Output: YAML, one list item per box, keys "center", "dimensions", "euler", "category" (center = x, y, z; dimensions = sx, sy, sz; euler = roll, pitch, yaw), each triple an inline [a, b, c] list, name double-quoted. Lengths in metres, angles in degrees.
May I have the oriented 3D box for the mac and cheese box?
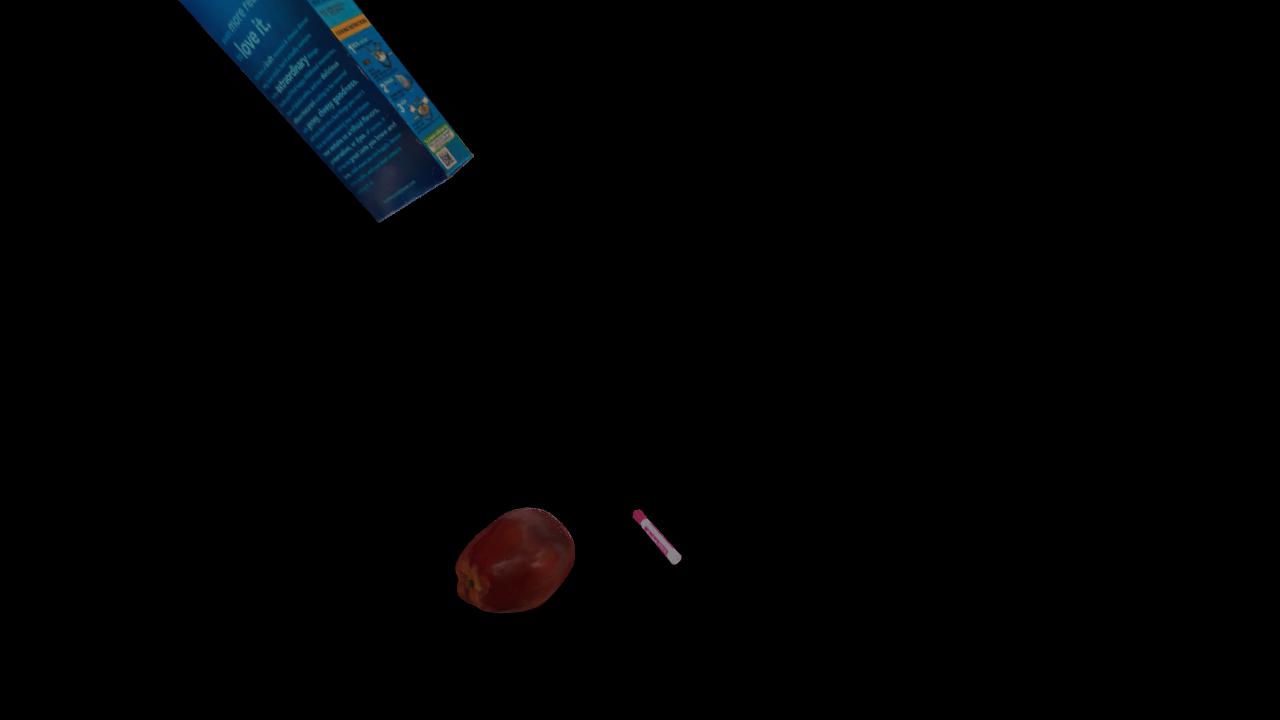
- center: [-0.205, -0.188, 0.406]
  dimensions: [0.093, 0.184, 0.041]
  euler: [-14, 34, 37]
  category: "mac and cheese box"

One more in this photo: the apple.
- center: [-0.095, 0.157, 0.481]
  dimensions: [0.079, 0.079, 0.093]
  euler: [0, 3, 41]
  category: "apple"

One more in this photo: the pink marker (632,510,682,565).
- center: [0.024, 0.278, 0.977]
  dimensions: [0.020, 0.020, 0.121]
  euler: [0, 25, -35]
  category: "pink marker"
